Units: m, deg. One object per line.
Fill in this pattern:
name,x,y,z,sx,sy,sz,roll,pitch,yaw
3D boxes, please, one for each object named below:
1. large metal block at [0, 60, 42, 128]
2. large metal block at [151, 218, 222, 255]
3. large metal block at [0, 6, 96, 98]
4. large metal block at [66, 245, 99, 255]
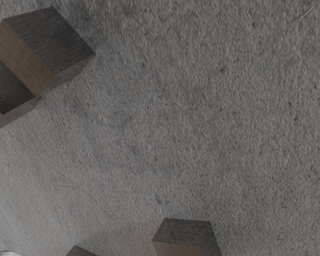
large metal block,-0.240,-0.053,0.466,0.080,0.080,0.050,46,129,-4
large metal block,0.044,0.192,0.486,0.080,0.050,0.080,-6,116,31
large metal block,-0.143,-0.097,0.387,0.080,0.080,0.050,48,129,-6
large metal block,-0.163,0.313,0.670,0.080,0.050,0.079,15,125,19
